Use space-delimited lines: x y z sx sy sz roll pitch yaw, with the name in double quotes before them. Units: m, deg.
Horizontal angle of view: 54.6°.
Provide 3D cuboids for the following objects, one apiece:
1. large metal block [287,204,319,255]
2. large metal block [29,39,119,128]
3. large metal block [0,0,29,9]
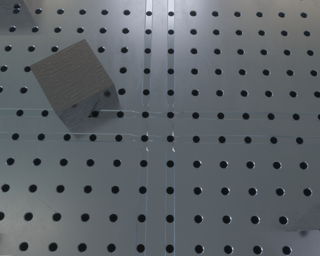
"large metal block" 0.201 0.127 0.337 0.050 0.080 0.080 -39 75 -13
"large metal block" -0.114 -0.060 0.420 0.080 0.050 0.080 -30 73 -11
"large metal block" -0.252 -0.235 0.483 0.080 0.050 0.080 -1 70 -1
